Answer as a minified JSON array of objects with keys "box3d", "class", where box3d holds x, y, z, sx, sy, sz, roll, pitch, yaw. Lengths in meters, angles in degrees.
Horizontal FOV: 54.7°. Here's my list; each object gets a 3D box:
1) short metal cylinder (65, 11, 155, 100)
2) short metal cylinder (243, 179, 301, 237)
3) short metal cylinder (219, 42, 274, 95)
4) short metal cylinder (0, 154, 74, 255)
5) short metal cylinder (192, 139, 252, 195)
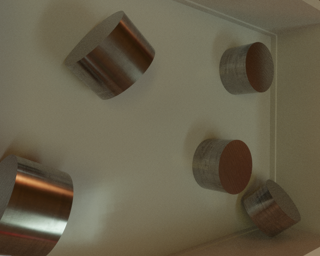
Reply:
[{"box3d":[-0.052,-0.076,0.327,0.050,0.080,0.080,46,62,-30],"class":"short metal cylinder"},{"box3d":[0.188,0.134,0.521,0.080,0.050,0.080,35,27,-21],"class":"short metal cylinder"},{"box3d":[0.143,-0.096,0.510,0.081,0.050,0.080,0,90,-40],"class":"short metal cylinder"},{"box3d":[-0.120,0.069,0.270,0.050,0.080,0.080,30,72,-36],"class":"short metal cylinder"},{"box3d":[0.095,0.057,0.470,0.081,0.050,0.080,0,90,-40],"class":"short metal cylinder"}]
